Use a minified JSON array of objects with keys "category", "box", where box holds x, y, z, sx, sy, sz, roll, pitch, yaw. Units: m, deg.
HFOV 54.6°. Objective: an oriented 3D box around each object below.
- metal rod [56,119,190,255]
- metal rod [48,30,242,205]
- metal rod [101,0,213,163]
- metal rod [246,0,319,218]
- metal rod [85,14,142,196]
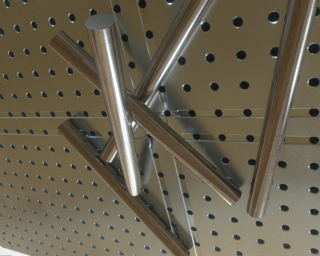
[{"category":"metal rod","box":[-0.056,0.106,0.507,0.300,0.025,0.025,49,129,-7]},{"category":"metal rod","box":[-0.010,-0.005,0.386,0.300,0.025,0.025,42,130,-12]},{"category":"metal rod","box":[-0.014,-0.052,0.386,0.025,0.025,0.298,37,129,3]},{"category":"metal rod","box":[0.127,-0.016,0.333,0.025,0.025,0.298,13,124,21]},{"category":"metal rod","box":[-0.046,0.003,0.379,0.025,0.025,0.299,19,144,17]}]
